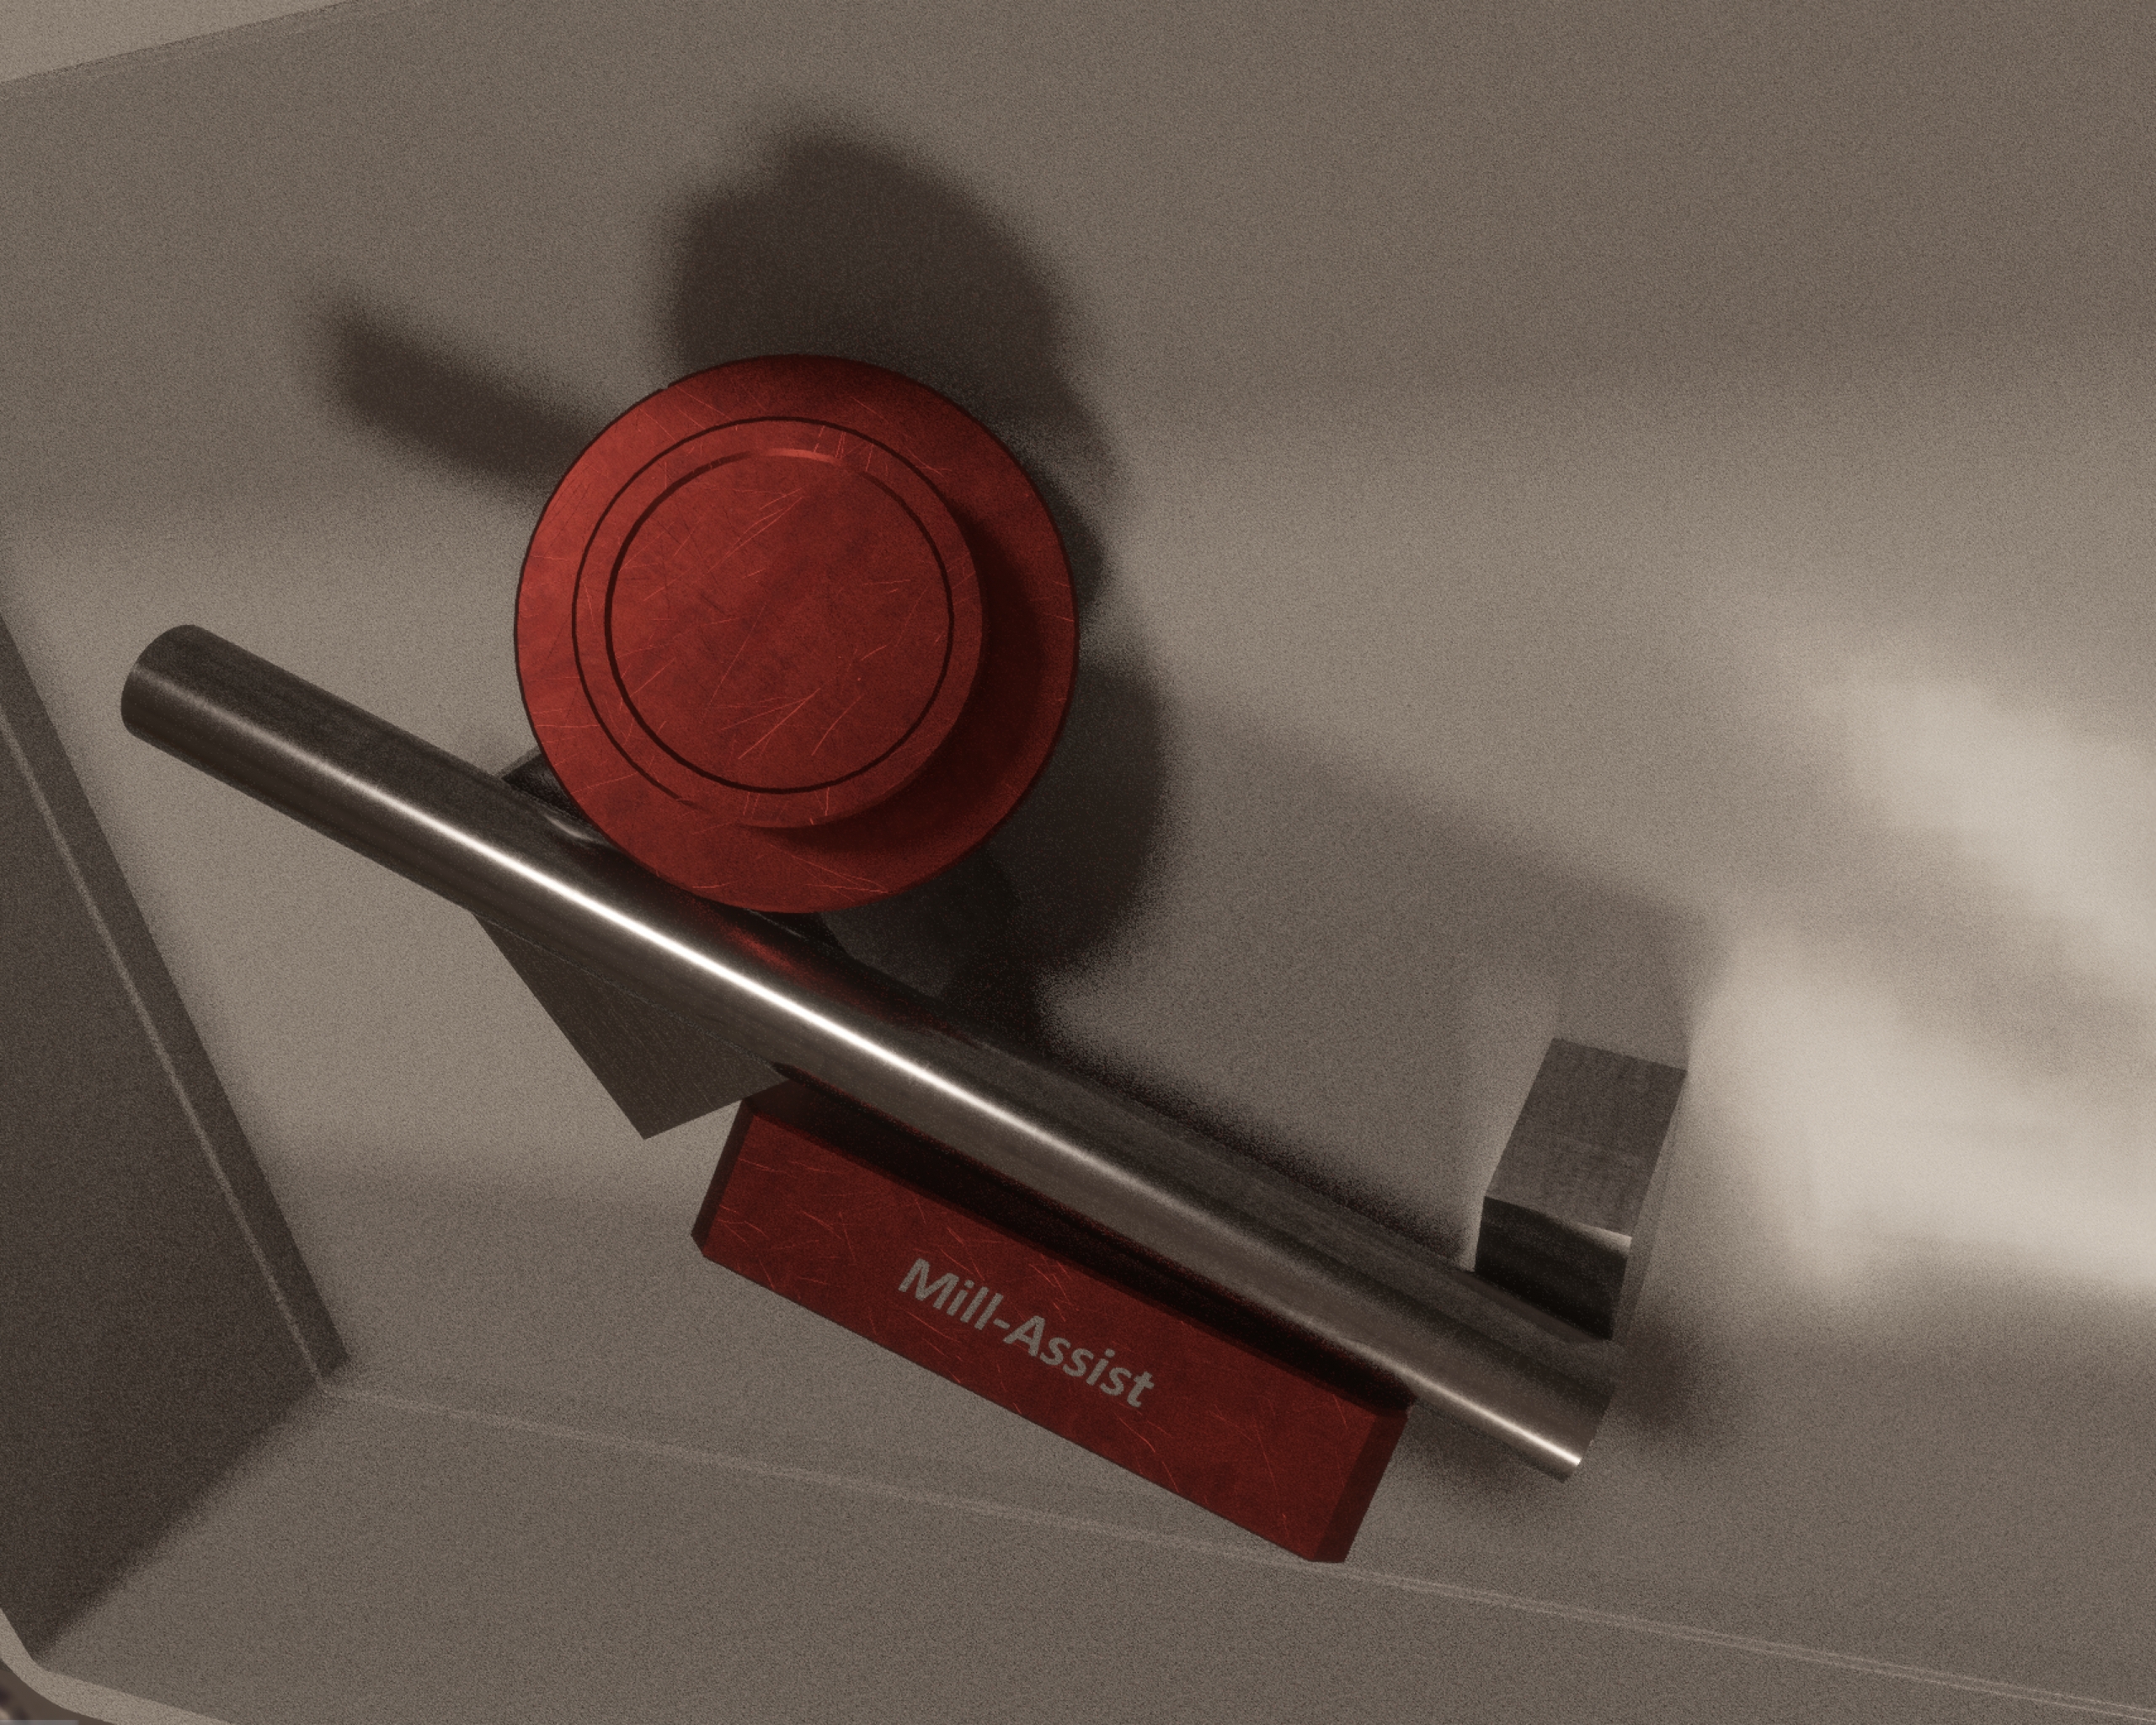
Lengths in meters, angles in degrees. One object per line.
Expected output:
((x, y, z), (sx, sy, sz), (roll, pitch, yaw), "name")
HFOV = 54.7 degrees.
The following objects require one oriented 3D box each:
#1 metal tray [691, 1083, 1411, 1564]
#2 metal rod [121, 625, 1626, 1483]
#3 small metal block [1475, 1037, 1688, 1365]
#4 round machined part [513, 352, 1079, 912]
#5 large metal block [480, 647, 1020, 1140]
((0.003, 0.079, 0.406), (0.130, 0.090, 0.030), (24, 100, 13), "metal tray")
((-0.046, 0.029, 0.381), (0.301, 0.025, 0.025), (26, 127, 11), "metal rod")
((0.091, 0.069, 0.384), (0.025, 0.050, 0.050), (14, 124, 20), "small metal block")
((-0.049, -0.040, 0.362), (0.099, 0.042, 0.097), (0, 91, -1), "round machined part")
((-0.074, 0.001, 0.428), (0.080, 0.050, 0.080), (-25, 105, 36), "large metal block")
